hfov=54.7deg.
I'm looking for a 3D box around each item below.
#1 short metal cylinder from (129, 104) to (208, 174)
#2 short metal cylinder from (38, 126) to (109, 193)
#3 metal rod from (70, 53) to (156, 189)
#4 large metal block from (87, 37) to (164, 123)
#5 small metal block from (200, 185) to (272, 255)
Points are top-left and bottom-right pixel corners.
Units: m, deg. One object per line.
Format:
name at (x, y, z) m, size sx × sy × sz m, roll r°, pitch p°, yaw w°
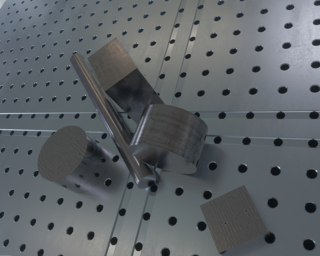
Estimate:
short metal cylinder at (0.010, 0.015, 0.359) m, size 0.080 × 0.080 × 0.050 m, roll 6°, pitch 65°, yaw 31°
short metal cylinder at (-0.119, 0.043, 0.428) m, size 0.080 × 0.050 × 0.080 m, roll -13°, pitch 56°, yaw 21°
metal rod at (-0.083, -0.030, 0.470) m, size 0.025 × 0.025 × 0.300 m, roll -38°, pitch 51°, yaw 3°
large metal block at (-0.048, -0.067, 0.440) m, size 0.050 × 0.080 × 0.080 m, roll -36°, pitch 51°, yaw 5°
small metal block at (0.075, 0.094, 0.311) m, size 0.050 × 0.025 × 0.050 m, roll -28°, pitch 52°, yaw 10°
